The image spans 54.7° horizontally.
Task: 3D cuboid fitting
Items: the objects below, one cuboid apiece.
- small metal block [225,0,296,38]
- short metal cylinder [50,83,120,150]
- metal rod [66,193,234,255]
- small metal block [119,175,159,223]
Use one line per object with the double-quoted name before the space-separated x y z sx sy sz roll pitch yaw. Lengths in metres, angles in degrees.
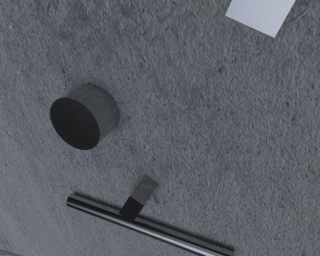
"small metal block" 0.096 -0.119 0.283 0.050 0.025 0.050 28 128 9
"short metal cylinder" -0.104 -0.016 0.434 0.080 0.050 0.079 13 124 20
"metal rod" -0.027 0.166 0.522 0.301 0.025 0.025 14 124 20
"small metal block" -0.032 0.108 0.473 0.025 0.050 0.050 34 129 5
